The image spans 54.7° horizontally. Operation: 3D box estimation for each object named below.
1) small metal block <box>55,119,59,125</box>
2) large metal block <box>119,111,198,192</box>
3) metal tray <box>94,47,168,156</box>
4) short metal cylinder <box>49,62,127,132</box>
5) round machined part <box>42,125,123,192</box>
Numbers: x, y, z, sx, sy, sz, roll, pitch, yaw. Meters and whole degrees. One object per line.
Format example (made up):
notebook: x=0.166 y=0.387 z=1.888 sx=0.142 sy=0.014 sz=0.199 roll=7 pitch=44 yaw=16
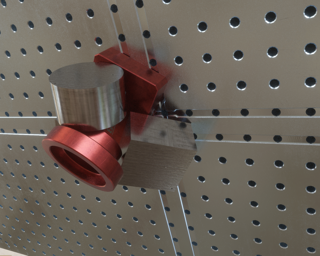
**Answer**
small metal block: x=-0.110 y=0.002 z=0.412 sx=0.025 sy=0.050 sz=0.050 roll=18 pitch=125 yaw=18
large metal block: x=-0.009 y=0.032 z=0.395 sx=0.081 sy=0.050 sz=0.079 roll=11 pitch=129 yaw=-16
metal tray: x=-0.054 y=-0.030 z=0.417 sx=0.090 sy=0.030 sz=0.129 roll=30 pitch=128 yaw=8
short metal cylinder: x=-0.080 y=-0.038 z=0.353 sx=0.080 sy=0.080 sz=0.050 roll=13 pitch=124 yaw=21
round machined part: x=-0.084 y=0.029 z=0.365 sx=0.098 sy=0.042 sz=0.098 roll=24 pitch=150 yaw=15
